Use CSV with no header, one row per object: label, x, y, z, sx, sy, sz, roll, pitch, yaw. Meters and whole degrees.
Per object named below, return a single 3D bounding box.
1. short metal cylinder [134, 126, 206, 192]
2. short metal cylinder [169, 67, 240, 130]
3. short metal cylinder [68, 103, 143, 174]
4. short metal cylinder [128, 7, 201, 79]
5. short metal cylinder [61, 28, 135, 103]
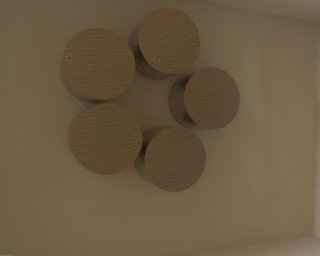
short metal cylinder,0.011,0.038,0.399,0.081,0.050,0.080,0,90,-20
short metal cylinder,0.059,-0.038,0.416,0.081,0.050,0.080,0,90,-20
short metal cylinder,-0.067,0.012,0.370,0.081,0.050,0.080,0,90,-20
short metal cylinder,0.004,-0.105,0.396,0.081,0.050,0.080,0,90,-20
short metal cylinder,-0.075,-0.071,0.367,0.081,0.050,0.080,0,90,-20
